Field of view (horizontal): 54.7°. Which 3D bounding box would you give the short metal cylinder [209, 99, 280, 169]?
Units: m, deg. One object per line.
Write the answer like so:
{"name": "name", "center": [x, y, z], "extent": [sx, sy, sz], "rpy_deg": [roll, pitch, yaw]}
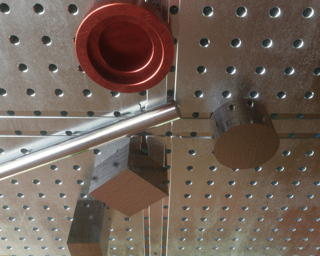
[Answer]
{"name": "short metal cylinder", "center": [0.107, 0.009, 0.404], "extent": [0.081, 0.050, 0.079], "rpy_deg": [0, 130, 0]}

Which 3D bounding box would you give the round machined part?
{"name": "round machined part", "center": [-0.035, -0.088, 0.325], "extent": [0.099, 0.042, 0.097], "rpy_deg": [0, 130, 0]}

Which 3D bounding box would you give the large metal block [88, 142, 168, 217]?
{"name": "large metal block", "center": [-0.045, 0.079, 0.462], "extent": [0.080, 0.050, 0.080], "rpy_deg": [-35, 122, 26]}

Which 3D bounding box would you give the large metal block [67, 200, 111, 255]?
{"name": "large metal block", "center": [-0.117, 0.181, 0.528], "extent": [0.050, 0.080, 0.079], "rpy_deg": [0, 130, 0]}

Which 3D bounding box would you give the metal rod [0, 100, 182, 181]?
{"name": "metal rod", "center": [-0.115, 0.024, 0.430], "extent": [0.301, 0.025, 0.025], "rpy_deg": [-19, 128, 15]}
